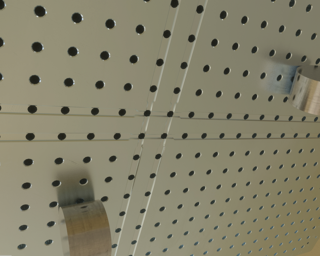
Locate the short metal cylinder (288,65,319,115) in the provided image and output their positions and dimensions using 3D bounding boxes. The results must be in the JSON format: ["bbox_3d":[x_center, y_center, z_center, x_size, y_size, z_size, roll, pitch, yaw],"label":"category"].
[{"bbox_3d":[0.244,-0.059,0.472,0.081,0.080,0.050,-11,123,-23],"label":"short metal cylinder"}]

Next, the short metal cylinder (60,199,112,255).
[{"bbox_3d":[-0.100,0.139,0.407,0.050,0.080,0.079,-6,121,-26],"label":"short metal cylinder"}]
